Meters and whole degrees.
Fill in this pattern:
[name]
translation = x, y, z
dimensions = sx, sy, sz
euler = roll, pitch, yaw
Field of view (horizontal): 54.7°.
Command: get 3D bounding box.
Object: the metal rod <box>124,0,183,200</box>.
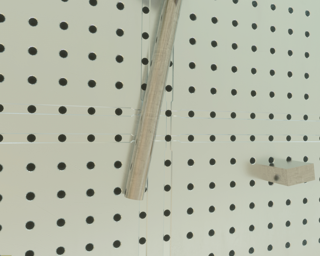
[metal rod]
translation = -0.005, -0.056, 0.410
dimensions = 0.025, 0.025, 0.298
euler = 13, 86, -20

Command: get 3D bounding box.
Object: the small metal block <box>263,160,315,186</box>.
[small metal block]
translation = 0.196, 0.067, 0.471
dimensions = 0.050, 0.050, 0.025
euler = -7, 93, -20
